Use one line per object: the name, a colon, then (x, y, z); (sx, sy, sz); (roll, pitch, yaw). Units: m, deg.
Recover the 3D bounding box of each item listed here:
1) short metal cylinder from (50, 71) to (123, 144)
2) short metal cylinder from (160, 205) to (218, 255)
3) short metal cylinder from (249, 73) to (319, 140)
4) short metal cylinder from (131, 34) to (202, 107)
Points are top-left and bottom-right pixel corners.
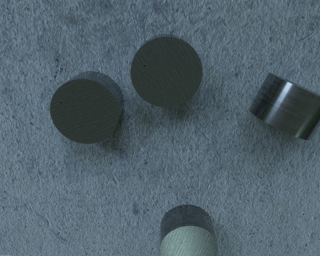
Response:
short metal cylinder: (-0.088, -0.027, 0.386); (0.081, 0.050, 0.079); (0, 110, 0)
short metal cylinder: (0.041, 0.161, 0.456); (0.081, 0.050, 0.079); (0, 110, 0)
short metal cylinder: (0.156, -0.027, 0.372); (0.080, 0.080, 0.050); (21, 109, -8)
short metal cylinder: (0.007, -0.070, 0.371); (0.081, 0.050, 0.079); (0, 110, 0)
